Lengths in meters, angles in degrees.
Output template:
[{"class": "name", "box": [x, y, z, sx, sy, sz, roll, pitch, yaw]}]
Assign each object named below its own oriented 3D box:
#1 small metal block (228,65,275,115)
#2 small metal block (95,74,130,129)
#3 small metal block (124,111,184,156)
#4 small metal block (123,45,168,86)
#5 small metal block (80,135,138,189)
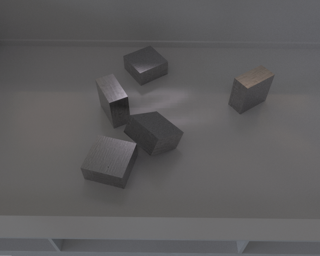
[{"class": "small metal block", "box": [0.127, -0.054, 0.434, 0.050, 0.050, 0.025, -27, 55, -21]}, {"class": "small metal block", "box": [-0.063, -0.036, 0.419, 0.025, 0.050, 0.050, -22, 54, -17]}, {"class": "small metal block", "box": [-0.008, 0.005, 0.386, 0.050, 0.025, 0.050, 39, 30, 28]}, {"class": "small metal block", "box": [-0.022, -0.099, 0.488, 0.050, 0.025, 0.050, -27, 55, -21]}, {"class": "small metal block", "box": [-0.059, 0.040, 0.371, 0.050, 0.025, 0.050, 12, 51, 10]}]
